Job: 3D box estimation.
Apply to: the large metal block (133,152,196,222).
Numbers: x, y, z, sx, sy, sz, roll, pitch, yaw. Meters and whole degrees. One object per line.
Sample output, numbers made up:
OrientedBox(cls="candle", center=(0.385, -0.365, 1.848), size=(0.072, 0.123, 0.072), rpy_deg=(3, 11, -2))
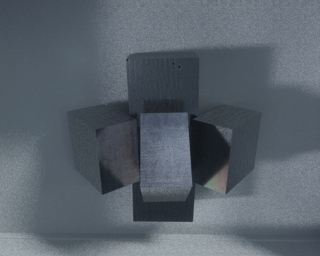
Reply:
OrientedBox(cls="large metal block", center=(0.005, 0.080, 0.426), size=(0.081, 0.050, 0.079), rpy_deg=(1, 110, -1))

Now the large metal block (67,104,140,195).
OrientedBox(cls="large metal block", center=(-0.070, 0.022, 0.380), size=(0.050, 0.080, 0.079), rpy_deg=(-16, 115, -33))

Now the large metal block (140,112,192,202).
OrientedBox(cls="large metal block", center=(0.005, 0.036, 0.351), size=(0.050, 0.080, 0.080), rpy_deg=(-1, 66, -1))

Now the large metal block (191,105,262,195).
OrientedBox(cls="large metal block", center=(0.081, 0.022, 0.382), size=(0.050, 0.081, 0.079), rpy_deg=(17, 116, 35))

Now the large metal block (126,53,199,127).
OrientedBox(cls="large metal block", center=(0.004, -0.048, 0.376), size=(0.080, 0.050, 0.079), rpy_deg=(-1, 110, 0))
